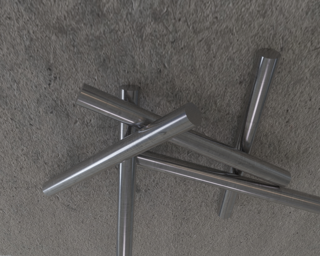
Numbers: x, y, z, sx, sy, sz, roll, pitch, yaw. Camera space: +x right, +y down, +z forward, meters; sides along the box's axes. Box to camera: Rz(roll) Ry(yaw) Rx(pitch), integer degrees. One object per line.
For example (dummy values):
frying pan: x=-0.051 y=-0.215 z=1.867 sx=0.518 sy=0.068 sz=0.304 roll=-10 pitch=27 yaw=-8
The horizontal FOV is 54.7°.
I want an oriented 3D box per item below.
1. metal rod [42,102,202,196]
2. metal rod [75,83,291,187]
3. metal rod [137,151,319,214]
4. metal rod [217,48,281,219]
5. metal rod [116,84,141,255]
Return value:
metal rod: x=-0.070 y=0.041 z=0.394 sx=0.025 sy=0.025 sz=0.299 roll=37 pitch=135 yaw=-27
metal rod: x=0.044 y=0.017 z=0.385 sx=0.302 sy=0.025 sz=0.025 roll=23 pitch=127 yaw=-20
metal rod: x=0.083 y=0.072 z=0.440 sx=0.302 sy=0.025 sz=0.025 roll=15 pitch=129 yaw=-2
metal rod: x=0.115 y=0.032 z=0.435 sx=0.025 sy=0.025 sz=0.298 roll=1 pitch=130 yaw=-1
metal rod: x=-0.046 y=0.087 z=0.429 sx=0.025 sy=0.025 sz=0.298 roll=3 pitch=115 yaw=-3
